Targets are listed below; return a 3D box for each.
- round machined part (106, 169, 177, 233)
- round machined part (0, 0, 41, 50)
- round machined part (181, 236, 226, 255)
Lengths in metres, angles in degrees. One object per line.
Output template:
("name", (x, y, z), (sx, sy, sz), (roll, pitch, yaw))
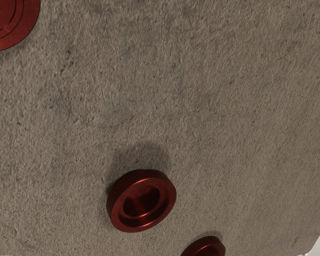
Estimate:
("round machined part", (-0.029, 0.098, 0.442), (0.099, 0.042, 0.097), (-14, 125, -21))
("round machined part", (-0.148, -0.108, 0.248), (0.099, 0.042, 0.097), (-14, 125, -21))
("round machined part", (0.089, 0.265, 0.611), (0.099, 0.042, 0.097), (-14, 125, -21))
